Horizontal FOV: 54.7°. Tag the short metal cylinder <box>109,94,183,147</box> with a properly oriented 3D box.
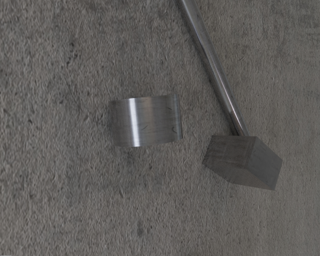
[{"bbox_3d":[-0.016,-0.010,0.356,0.081,0.080,0.050,-10,97,-40],"label":"short metal cylinder"}]

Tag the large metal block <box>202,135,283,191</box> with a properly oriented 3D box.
[{"bbox_3d":[0.126,0.052,0.475,0.080,0.080,0.050,35,68,-35],"label":"large metal block"}]

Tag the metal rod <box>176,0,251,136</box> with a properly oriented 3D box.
[{"bbox_3d":[0.082,-0.093,0.472,0.025,0.025,0.299,-42,116,-32],"label":"metal rod"}]
